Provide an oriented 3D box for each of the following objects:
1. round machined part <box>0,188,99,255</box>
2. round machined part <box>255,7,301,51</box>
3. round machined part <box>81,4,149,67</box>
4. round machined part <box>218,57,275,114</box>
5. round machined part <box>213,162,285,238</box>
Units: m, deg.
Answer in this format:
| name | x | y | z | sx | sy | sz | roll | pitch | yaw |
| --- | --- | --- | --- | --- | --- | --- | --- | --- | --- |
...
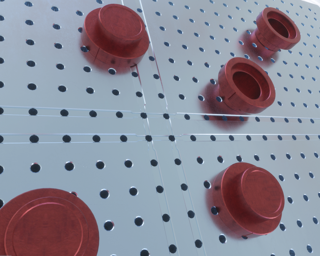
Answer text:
| name | x | y | z | sx | sy | sz | roll | pitch | yaw |
| --- | --- | --- | --- | --- | --- | --- | --- | --- | --- |
| round machined part | -0.103 | 0.101 | 0.280 | 0.099 | 0.042 | 0.098 | 13 | 56 | -21 |
| round machined part | 0.240 | -0.201 | 0.648 | 0.099 | 0.042 | 0.098 | 13 | 56 | -21 |
| round machined part | -0.060 | -0.140 | 0.450 | 0.099 | 0.042 | 0.098 | 13 | 56 | -21 |
| round machined part | 0.136 | -0.065 | 0.509 | 0.099 | 0.042 | 0.098 | 13 | 56 | -21 |
| round machined part | 0.123 | 0.090 | 0.408 | 0.099 | 0.042 | 0.098 | 13 | 56 | -21 |
